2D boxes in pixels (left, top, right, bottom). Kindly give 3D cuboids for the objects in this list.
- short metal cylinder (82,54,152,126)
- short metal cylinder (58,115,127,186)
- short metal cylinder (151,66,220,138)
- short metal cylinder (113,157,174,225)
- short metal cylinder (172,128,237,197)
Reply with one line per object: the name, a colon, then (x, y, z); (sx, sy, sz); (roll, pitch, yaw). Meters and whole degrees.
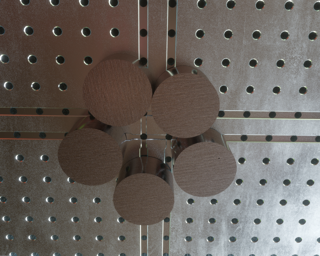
short metal cylinder: (-0.049, -0.048, 0.381); (0.081, 0.050, 0.079); (0, 110, -1)
short metal cylinder: (-0.087, 0.029, 0.409); (0.081, 0.050, 0.079); (0, 111, 0)
short metal cylinder: (0.030, -0.034, 0.387); (0.081, 0.050, 0.079); (0, 110, 0)
short metal cylinder: (-0.021, 0.086, 0.430); (0.081, 0.050, 0.079); (0, 110, 0)
short metal cylinder: (0.057, 0.045, 0.416); (0.081, 0.050, 0.079); (0, 112, 0)
